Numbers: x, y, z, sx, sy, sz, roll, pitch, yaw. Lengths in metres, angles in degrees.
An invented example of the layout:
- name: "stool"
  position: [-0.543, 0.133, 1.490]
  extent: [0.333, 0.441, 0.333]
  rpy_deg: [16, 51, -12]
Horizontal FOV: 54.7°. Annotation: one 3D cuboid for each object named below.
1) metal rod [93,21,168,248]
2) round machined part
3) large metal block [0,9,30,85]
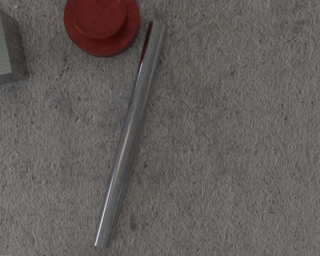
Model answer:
- name: "metal rod"
  position: [-0.039, 0.009, 0.409]
  extent: [0.025, 0.025, 0.298]
  rpy_deg: [14, 90, 0]
- name: "round machined part"
  position: [-0.076, -0.144, 0.401]
  extent: [0.099, 0.042, 0.097]
  rpy_deg: [0, 90, 0]
- name: "large metal block"
  position: [-0.225, -0.098, 0.395]
  extent: [0.080, 0.050, 0.080]
  rpy_deg: [-12, 90, 0]
